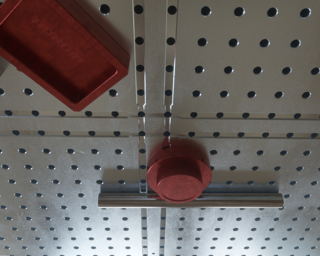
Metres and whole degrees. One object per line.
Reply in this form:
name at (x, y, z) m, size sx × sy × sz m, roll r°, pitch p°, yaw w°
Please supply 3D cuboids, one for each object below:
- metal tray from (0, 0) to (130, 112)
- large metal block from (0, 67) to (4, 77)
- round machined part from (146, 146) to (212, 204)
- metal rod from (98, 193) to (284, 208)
metal tray at (-0.108, -0.085, 0.333) m, size 0.090 × 0.030 × 0.130 m, roll -33°, pitch 123°, yaw 24°
large metal block at (-0.238, -0.066, 0.335) m, size 0.080 × 0.050 × 0.080 m, roll -19°, pitch 128°, yaw 15°
round machined part at (0.029, 0.077, 0.466) m, size 0.099 × 0.042 × 0.097 m, roll -1°, pitch 130°, yaw 0°
metal rod at (0.051, 0.121, 0.515) m, size 0.302 × 0.025 × 0.025 m, roll 0°, pitch 130°, yaw -1°
